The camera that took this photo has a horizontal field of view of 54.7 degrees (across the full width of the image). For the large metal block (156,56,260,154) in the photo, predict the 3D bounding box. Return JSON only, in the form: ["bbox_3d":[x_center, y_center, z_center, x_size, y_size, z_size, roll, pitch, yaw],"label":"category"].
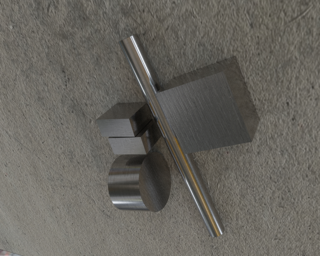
[{"bbox_3d":[0.055,-0.024,0.346,0.080,0.050,0.080,-14,111,33],"label":"large metal block"}]

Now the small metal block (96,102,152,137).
[{"bbox_3d":[-0.046,-0.012,0.406,0.050,0.050,0.025,-1,118,28],"label":"small metal block"}]

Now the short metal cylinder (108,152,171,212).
[{"bbox_3d":[-0.026,0.075,0.430,0.050,0.080,0.080,-7,115,31],"label":"short metal cylinder"}]

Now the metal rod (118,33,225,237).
[{"bbox_3d":[0.023,0.023,0.407,0.025,0.025,0.299,-13,112,33],"label":"metal rod"}]

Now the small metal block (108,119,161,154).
[{"bbox_3d":[-0.032,0.011,0.413,0.050,0.050,0.025,-3,117,29],"label":"small metal block"}]
